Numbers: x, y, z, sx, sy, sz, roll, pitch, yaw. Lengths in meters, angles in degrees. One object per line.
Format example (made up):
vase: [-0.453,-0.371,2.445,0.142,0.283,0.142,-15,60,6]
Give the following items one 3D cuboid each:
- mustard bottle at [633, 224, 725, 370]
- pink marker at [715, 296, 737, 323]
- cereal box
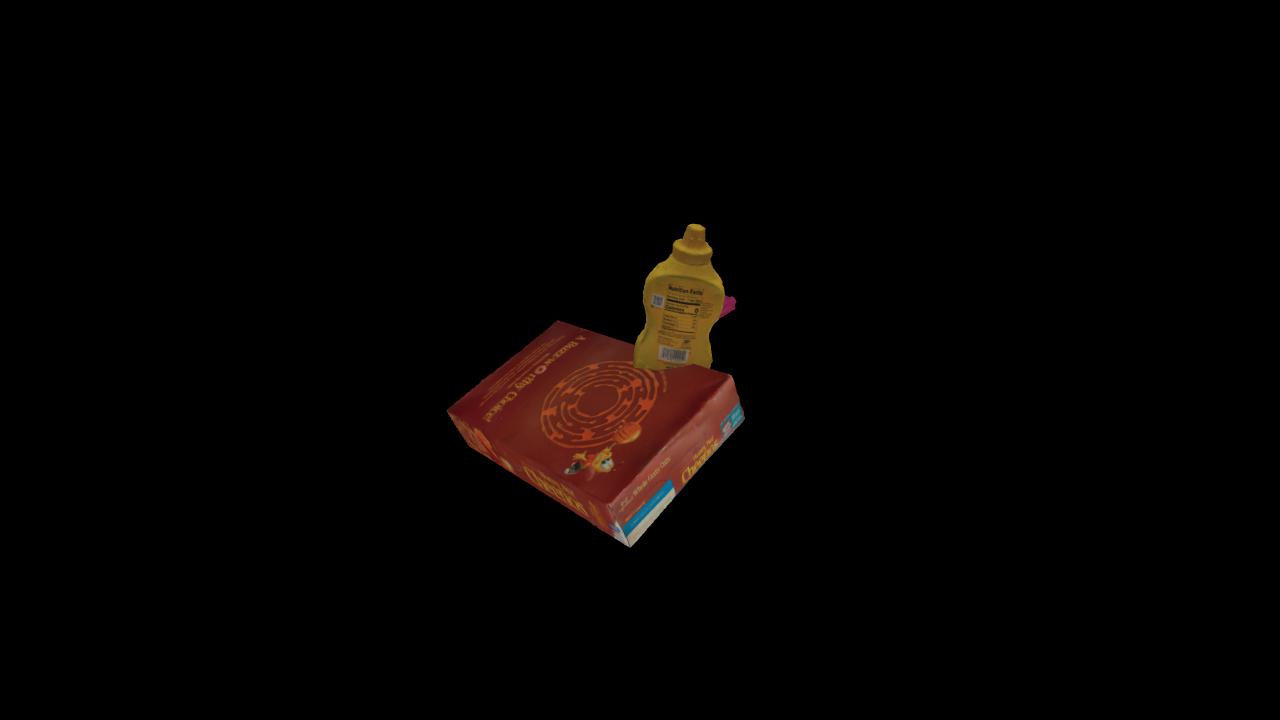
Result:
mustard bottle: [0.047,-0.061,0.677,0.092,0.184,0.054,12,33,6]
pink marker: [0.066,-0.037,0.729,0.121,0.020,0.020,-38,-21,29]
cereal box: [-0.060,0.066,0.727,0.306,0.081,0.203,19,51,40]
